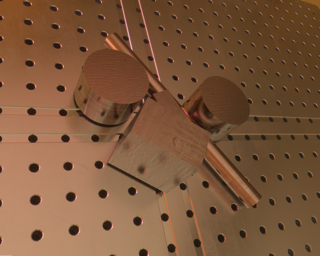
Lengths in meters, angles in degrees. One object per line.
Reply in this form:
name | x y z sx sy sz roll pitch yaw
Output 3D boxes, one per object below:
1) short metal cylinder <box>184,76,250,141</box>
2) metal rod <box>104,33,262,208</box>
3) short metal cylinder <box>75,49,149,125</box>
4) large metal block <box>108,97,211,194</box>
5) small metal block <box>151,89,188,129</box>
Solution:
short metal cylinder | 0.081 -0.028 0.448 0.081 0.050 0.080 14 56 -21
metal rod | 0.027 -0.015 0.427 0.300 0.025 0.025 49 51 6
short metal cylinder | -0.060 -0.051 0.386 0.081 0.050 0.080 14 56 -21
large metal block | -0.002 0.023 0.352 0.080 0.080 0.050 30 53 -9
small metal block | 0.003 -0.013 0.396 0.025 0.050 0.050 -23 75 -36
